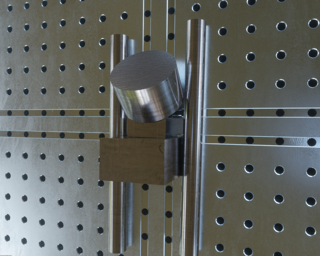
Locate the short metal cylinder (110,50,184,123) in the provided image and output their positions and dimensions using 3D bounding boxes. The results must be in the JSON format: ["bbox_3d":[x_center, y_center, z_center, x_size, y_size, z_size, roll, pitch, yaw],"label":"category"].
[{"bbox_3d":[-0.015,-0.052,0.381,0.080,0.050,0.080,-9,44,9],"label":"short metal cylinder"}]

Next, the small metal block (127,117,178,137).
[{"bbox_3d":[-0.008,-0.001,0.402,0.050,0.050,0.025,2,91,19],"label":"small metal block"}]

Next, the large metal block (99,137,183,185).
[{"bbox_3d":[-0.019,0.037,0.388,0.080,0.080,0.050,1,91,20],"label":"large metal block"}]

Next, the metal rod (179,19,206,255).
[{"bbox_3d":[0.042,0.014,0.398,0.025,0.025,0.298,2,91,20],"label":"metal rod"}]

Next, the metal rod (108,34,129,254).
[{"bbox_3d":[-0.058,0.022,0.433,0.025,0.025,0.298,1,90,20],"label":"metal rod"}]
